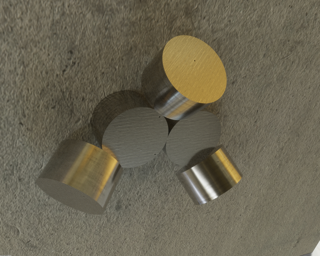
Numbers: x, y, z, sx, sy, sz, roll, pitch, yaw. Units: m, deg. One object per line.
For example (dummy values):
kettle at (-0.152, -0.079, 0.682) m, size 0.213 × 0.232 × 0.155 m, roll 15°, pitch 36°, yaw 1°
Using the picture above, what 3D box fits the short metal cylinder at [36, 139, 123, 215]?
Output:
short metal cylinder at (-0.089, 0.056, 0.351) m, size 0.080 × 0.080 × 0.050 m, roll 55°, pitch 46°, yaw -39°

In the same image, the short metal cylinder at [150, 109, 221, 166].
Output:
short metal cylinder at (0.033, 0.003, 0.412) m, size 0.081 × 0.050 × 0.079 m, roll -14°, pitch 124°, yaw -21°

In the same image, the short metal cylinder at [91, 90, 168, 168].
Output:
short metal cylinder at (-0.037, 0.001, 0.372) m, size 0.081 × 0.050 × 0.079 m, roll -14°, pitch 124°, yaw -21°

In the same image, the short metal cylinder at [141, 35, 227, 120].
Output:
short metal cylinder at (0.026, -0.055, 0.345) m, size 0.081 × 0.080 × 0.050 m, roll 1°, pitch 160°, yaw -29°

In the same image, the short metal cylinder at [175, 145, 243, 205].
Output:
short metal cylinder at (0.069, 0.066, 0.443) m, size 0.080 × 0.080 × 0.050 m, roll -32°, pitch 87°, yaw -7°
